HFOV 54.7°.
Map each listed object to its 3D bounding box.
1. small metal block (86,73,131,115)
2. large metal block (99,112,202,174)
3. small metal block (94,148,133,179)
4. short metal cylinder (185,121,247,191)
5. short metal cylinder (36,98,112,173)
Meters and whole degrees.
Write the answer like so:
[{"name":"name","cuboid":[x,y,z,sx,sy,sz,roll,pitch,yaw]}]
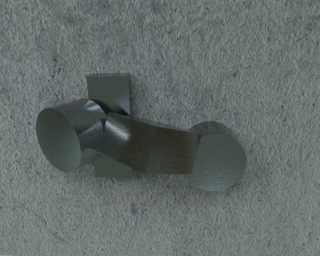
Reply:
[{"name":"small metal block","cuboid":[-0.063,-0.043,0.394,0.050,0.025,0.050,-1,110,0]},{"name":"large metal block","cuboid":[-0.011,0.018,0.368,0.081,0.080,0.050,10,95,-48]},{"name":"small metal block","cuboid":[-0.062,0.040,0.425,0.050,0.025,0.050,3,110,-2]},{"name":"short metal cylinder","cuboid":[0.068,0.036,0.412,0.081,0.050,0.079,0,110,-1]},{"name":"short metal cylinder","cuboid":[-0.105,0.008,0.380,0.080,0.050,0.079,14,115,33]}]
